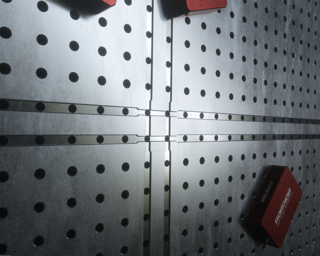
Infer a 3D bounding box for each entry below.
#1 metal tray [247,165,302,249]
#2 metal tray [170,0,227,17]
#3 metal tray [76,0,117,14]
[{"bbox_3d":[0.222,0.147,0.590,0.090,0.030,0.130,51,60,-28],"label":"metal tray"},{"bbox_3d":[0.046,-0.232,0.443,0.091,0.030,0.129,-23,105,-37],"label":"metal tray"},{"bbox_3d":[-0.079,-0.206,0.338,0.090,0.030,0.130,21,77,-38],"label":"metal tray"}]
